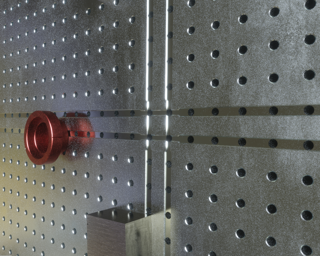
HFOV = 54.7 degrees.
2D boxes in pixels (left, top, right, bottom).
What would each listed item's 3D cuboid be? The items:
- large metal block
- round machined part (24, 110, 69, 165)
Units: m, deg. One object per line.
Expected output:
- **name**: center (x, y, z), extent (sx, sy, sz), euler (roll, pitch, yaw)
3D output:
- **large metal block**: center (-0.058, 0.164, 0.441), extent (0.080, 0.050, 0.080), euler (-2, 89, 40)
- **round machined part**: center (-0.205, 0.017, 0.568), extent (0.098, 0.042, 0.097), euler (0, 90, 40)
